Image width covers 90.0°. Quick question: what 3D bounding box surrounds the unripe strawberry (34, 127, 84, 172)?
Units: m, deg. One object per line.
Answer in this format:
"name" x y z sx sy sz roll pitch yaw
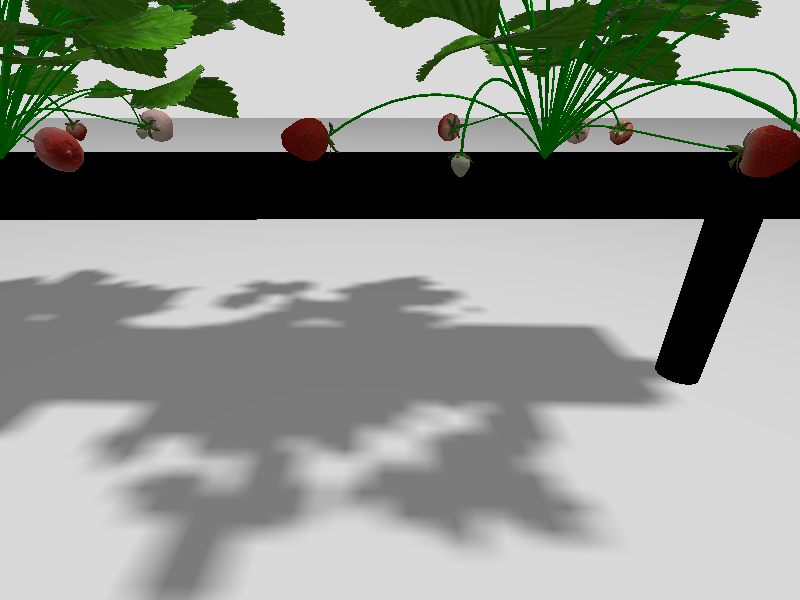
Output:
"unripe strawberry" -0.213 -0.094 0.252 0.026 0.027 0.024 18 31 31

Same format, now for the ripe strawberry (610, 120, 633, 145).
"ripe strawberry" 0.242 -0.181 0.435 0.022 0.025 0.023 24 7 40

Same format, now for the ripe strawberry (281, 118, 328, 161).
"ripe strawberry" -0.071 -0.121 0.301 0.035 0.030 0.035 -4 26 -7

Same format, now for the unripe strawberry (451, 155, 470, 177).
"unripe strawberry" 0.032 -0.072 0.215 0.010 0.011 0.011 17 30 31

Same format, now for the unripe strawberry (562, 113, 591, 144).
"unripe strawberry" 0.210 -0.205 0.478 0.032 0.033 0.034 13 28 25

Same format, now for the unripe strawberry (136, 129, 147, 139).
"unripe strawberry" -0.297 -0.191 0.461 0.011 0.011 0.011 6 26 11

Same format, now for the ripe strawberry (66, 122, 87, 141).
"ripe strawberry" -0.410 -0.214 0.510 0.021 0.022 0.023 -10 -23 -19

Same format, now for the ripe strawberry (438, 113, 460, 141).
"ripe strawberry" 0.058 -0.209 0.485 0.027 0.031 0.030 -9 27 -17

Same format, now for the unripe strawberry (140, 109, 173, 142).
"unripe strawberry" -0.305 -0.221 0.508 0.036 0.038 0.038 3 25 6

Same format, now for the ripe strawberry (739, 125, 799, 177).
"ripe strawberry" 0.216 -0.086 0.233 0.025 0.029 0.027 -22 34 -38
